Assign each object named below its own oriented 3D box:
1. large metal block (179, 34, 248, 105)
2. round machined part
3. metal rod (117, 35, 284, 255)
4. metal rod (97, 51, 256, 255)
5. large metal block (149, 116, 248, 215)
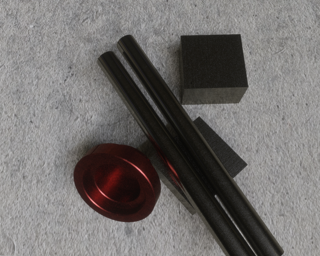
[{"bbox_3d":[0.069,-0.079,0.425,0.081,0.050,0.080,-2,70,-1],"label":"large metal block"},{"bbox_3d":[-0.045,0.058,0.358,0.098,0.097,0.042,22,35,7],"label":"round machined part"},{"bbox_3d":[0.034,0.010,0.352,0.025,0.025,0.299,-30,73,-11],"label":"metal rod"},{"bbox_3d":[0.014,0.031,0.343,0.025,0.025,0.299,-31,73,-11],"label":"metal rod"},{"bbox_3d":[0.044,0.047,0.378,0.080,0.050,0.080,-40,75,-13],"label":"large metal block"}]
